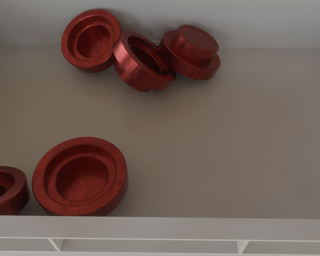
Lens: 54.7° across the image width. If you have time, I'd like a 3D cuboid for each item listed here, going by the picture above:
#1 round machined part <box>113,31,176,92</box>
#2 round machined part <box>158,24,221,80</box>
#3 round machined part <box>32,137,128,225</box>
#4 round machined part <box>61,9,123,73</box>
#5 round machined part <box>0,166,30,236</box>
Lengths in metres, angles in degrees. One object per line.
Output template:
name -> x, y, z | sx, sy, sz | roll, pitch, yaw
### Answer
round machined part -> -0.027, -0.090, 0.448 | 0.098, 0.042, 0.098 | 32, 33, -23
round machined part -> 0.050, -0.121, 0.473 | 0.099, 0.042, 0.098 | 17, 42, -16
round machined part -> -0.084, 0.061, 0.342 | 0.099, 0.042, 0.098 | 0, 50, 0
round machined part -> -0.100, -0.131, 0.486 | 0.098, 0.042, 0.098 | -3, 75, 14
round machined part -> -0.182, 0.079, 0.309 | 0.099, 0.042, 0.098 | -3, 21, 1
